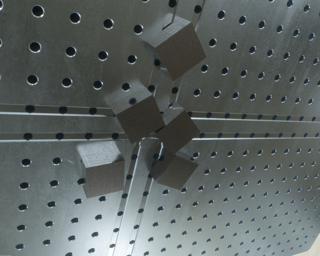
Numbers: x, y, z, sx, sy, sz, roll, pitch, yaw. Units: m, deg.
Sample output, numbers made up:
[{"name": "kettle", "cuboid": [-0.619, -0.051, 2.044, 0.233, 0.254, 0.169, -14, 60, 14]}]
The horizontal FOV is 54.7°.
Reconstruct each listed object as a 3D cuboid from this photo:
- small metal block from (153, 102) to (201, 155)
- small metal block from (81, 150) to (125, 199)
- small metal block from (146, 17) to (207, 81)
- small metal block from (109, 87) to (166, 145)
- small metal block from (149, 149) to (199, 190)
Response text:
[{"name": "small metal block", "cuboid": [0.020, 0.001, 0.425, 0.050, 0.025, 0.050, -40, 130, -1]}, {"name": "small metal block", "cuboid": [-0.075, 0.061, 0.409, 0.050, 0.025, 0.050, -9, 123, -24]}, {"name": "small metal block", "cuboid": [0.020, -0.093, 0.366, 0.050, 0.025, 0.050, -37, 130, -4]}, {"name": "small metal block", "cuboid": [-0.027, -0.015, 0.388, 0.050, 0.025, 0.050, -30, 129, -9]}, {"name": "small metal block", "cuboid": [0.021, 0.061, 0.462, 0.050, 0.025, 0.050, 26, 104, -38]}]
